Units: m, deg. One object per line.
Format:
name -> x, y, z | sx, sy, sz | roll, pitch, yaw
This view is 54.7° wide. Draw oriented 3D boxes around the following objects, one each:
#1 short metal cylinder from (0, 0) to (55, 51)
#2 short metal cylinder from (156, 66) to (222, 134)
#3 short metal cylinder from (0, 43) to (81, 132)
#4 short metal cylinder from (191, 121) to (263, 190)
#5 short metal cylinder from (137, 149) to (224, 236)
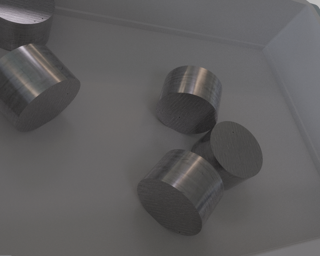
short metal cylinder -> -0.175, -0.140, 0.381 | 0.081, 0.050, 0.080 | 14, 56, -21
short metal cylinder -> 0.040, -0.036, 0.414 | 0.080, 0.080, 0.050 | 26, 53, -12
short metal cylinder -> -0.132, -0.041, 0.324 | 0.050, 0.080, 0.080 | 47, 51, 4
short metal cylinder -> 0.088, 0.037, 0.414 | 0.081, 0.050, 0.080 | 14, 56, -21
short metal cylinder -> 0.022, 0.070, 0.339 | 0.080, 0.080, 0.050 | 44, 51, 2
